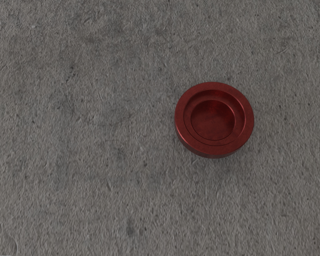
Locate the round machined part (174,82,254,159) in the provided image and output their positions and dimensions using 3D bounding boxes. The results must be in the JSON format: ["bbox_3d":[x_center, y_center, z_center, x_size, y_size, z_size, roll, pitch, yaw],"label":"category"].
[{"bbox_3d":[0.067,-0.007,0.402,0.099,0.042,0.098,0,70,0],"label":"round machined part"}]
